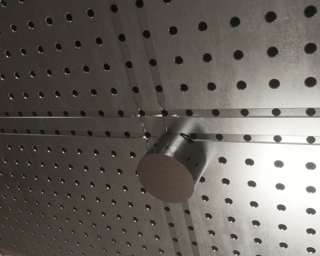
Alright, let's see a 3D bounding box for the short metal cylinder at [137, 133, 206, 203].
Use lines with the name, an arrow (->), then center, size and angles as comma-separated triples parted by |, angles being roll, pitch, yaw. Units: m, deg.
short metal cylinder -> 0.016, 0.054, 0.419 | 0.080, 0.050, 0.079 | 13, 124, 20
